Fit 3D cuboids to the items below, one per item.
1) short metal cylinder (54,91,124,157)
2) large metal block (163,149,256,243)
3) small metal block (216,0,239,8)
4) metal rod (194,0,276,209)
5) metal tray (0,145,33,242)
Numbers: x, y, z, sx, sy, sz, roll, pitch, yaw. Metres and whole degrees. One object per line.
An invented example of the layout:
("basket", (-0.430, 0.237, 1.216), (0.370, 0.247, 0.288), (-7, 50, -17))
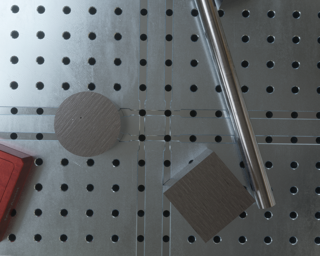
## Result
("short metal cylinder", (-0.088, -0.005, 0.400), (0.081, 0.050, 0.079), (0, 90, -1))
("large metal block", (0.061, 0.084, 0.402), (0.080, 0.050, 0.080), (-40, 91, 0))
("small metal block", (0.096, -0.198, 0.415), (0.050, 0.025, 0.050), (-22, 90, -1))
("metal rod", (0.099, -0.039, 0.414), (0.025, 0.025, 0.298), (-17, 90, 0))
("metal tray", (-0.237, 0.084, 0.407), (0.090, 0.030, 0.129), (22, 90, -1))
